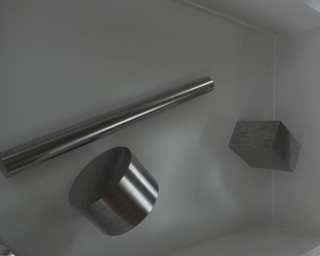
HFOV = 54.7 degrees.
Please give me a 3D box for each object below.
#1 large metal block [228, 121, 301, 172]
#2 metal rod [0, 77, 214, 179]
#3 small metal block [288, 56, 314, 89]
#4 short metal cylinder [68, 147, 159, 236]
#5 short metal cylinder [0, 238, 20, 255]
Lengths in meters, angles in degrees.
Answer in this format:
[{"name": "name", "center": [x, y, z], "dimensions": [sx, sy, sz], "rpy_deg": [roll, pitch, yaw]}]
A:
[{"name": "large metal block", "center": [0.177, 0.030, 0.522], "dimensions": [0.080, 0.080, 0.050], "rpy_deg": [38, 67, -34]}, {"name": "metal rod", "center": [-0.037, -0.015, 0.377], "dimensions": [0.302, 0.025, 0.025], "rpy_deg": [-25, 106, -37]}, {"name": "small metal block", "center": [0.306, -0.118, 0.670], "dimensions": [0.050, 0.025, 0.050], "rpy_deg": [30, 71, -36]}, {"name": "short metal cylinder", "center": [-0.049, 0.066, 0.331], "dimensions": [0.080, 0.080, 0.050], "rpy_deg": [-52, 121, -27]}, {"name": "short metal cylinder", "center": [-0.137, 0.130, 0.258], "dimensions": [0.050, 0.080, 0.080], "rpy_deg": [-48, 119, -30]}]
